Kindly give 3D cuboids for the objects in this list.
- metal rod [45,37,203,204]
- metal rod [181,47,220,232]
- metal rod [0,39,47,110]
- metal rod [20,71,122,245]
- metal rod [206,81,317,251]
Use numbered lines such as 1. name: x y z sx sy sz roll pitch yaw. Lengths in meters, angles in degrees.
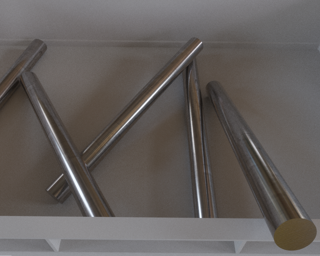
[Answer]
1. metal rod: -0.030 -0.027 0.409 0.025 0.025 0.301 29 61 21
2. metal rod: 0.047 -0.013 0.416 0.025 0.025 0.300 0 50 -1
3. metal rod: -0.235 -0.027 0.424 0.025 0.025 0.300 10 51 8
4. metal rod: -0.121 0.009 0.366 0.025 0.025 0.300 -25 46 -20
5. metal rod: 0.080 0.003 0.320 0.025 0.025 0.300 0 24 0
